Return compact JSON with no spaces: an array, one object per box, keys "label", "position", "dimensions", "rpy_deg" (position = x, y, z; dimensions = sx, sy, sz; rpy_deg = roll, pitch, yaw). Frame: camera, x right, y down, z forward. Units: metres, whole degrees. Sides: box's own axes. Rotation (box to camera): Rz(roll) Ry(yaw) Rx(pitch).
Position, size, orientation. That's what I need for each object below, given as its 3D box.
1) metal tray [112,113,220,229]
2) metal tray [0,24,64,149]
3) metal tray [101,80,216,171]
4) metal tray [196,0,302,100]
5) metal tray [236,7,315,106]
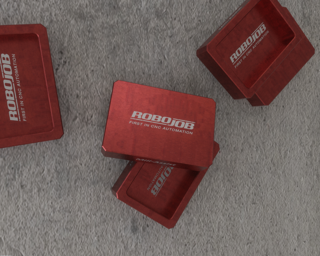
[{"label":"metal tray","position":[0.010,0.053,0.409],"dimensions":[0.090,0.030,0.130],"rpy_deg":[36,78,-17]},{"label":"metal tray","position":[-0.164,-0.045,0.345],"dimensions":[0.091,0.030,0.129],"rpy_deg":[-10,93,-20]},{"label":"metal tray","position":[0.000,-0.002,0.382],"dimensions":[0.131,0.030,0.090],"rpy_deg":[10,70,-10]},{"label":"metal tray","position":[0.123,-0.113,0.418],"dimensions":[0.090,0.030,0.130],"rpy_deg":[46,76,-14]},{"label":"metal tray","position":[0.165,-0.106,0.467],"dimensions":[0.130,0.030,0.090],"rpy_deg":[-45,104,-14]}]
